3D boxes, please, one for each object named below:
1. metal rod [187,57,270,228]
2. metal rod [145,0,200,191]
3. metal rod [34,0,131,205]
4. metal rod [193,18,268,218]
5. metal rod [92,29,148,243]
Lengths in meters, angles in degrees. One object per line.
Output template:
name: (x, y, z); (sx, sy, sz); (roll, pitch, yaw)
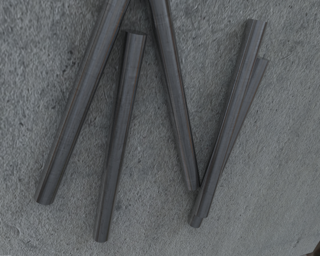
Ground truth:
metal rod: (0.099, 0.035, 0.482); (0.025, 0.025, 0.298); (2, 117, -30)
metal rod: (0.023, -0.028, 0.402); (0.025, 0.025, 0.298); (-24, 127, -14)
metal rod: (-0.082, -0.041, 0.335); (0.025, 0.025, 0.298); (13, 112, -34)
metal rod: (0.095, 0.000, 0.443); (0.025, 0.025, 0.298); (0, 114, -29)
metal rod: (-0.056, 0.029, 0.393); (0.025, 0.025, 0.298); (-1, 119, -28)
